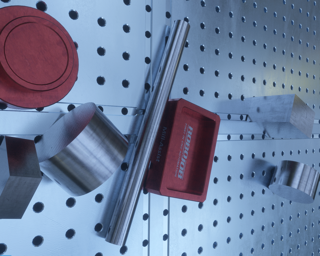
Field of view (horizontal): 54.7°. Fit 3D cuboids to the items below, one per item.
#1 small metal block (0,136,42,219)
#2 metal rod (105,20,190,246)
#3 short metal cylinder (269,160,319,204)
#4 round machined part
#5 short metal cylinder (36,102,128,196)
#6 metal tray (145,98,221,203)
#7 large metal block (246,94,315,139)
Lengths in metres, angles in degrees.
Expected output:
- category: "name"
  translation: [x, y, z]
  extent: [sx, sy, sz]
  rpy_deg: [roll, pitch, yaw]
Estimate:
- category: "small metal block"
  translation: [-0.129, 0.043, 0.272]
  extent: [0.025, 0.050, 0.050]
  rpy_deg: [15, 118, -39]
- category: "metal rod"
  translation: [-0.011, -0.004, 0.399]
  extent: [0.025, 0.025, 0.299]
  rpy_deg: [27, 73, -37]
- category: "short metal cylinder"
  translation: [0.254, 0.102, 0.586]
  extent: [0.080, 0.080, 0.050]
  rpy_deg: [40, 66, -33]
- category: "round machined part"
  translation: [-0.123, -0.067, 0.295]
  extent: [0.099, 0.042, 0.097]
  rpy_deg: [0, 90, -40]
- category: "short metal cylinder"
  translation: [-0.079, 0.020, 0.307]
  extent: [0.050, 0.080, 0.080]
  rpy_deg: [52, 60, -28]
- category: "metal tray"
  translation: [0.036, 0.033, 0.435]
  extent: [0.091, 0.030, 0.129]
  rpy_deg: [20, 77, -38]
- category: "large metal block"
  translation: [0.217, -0.019, 0.555]
  extent: [0.080, 0.080, 0.050]
  rpy_deg: [27, 73, -37]
